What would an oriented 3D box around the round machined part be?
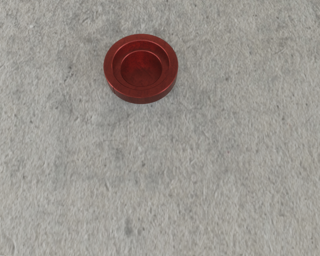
[{"bbox_3d":[-0.025,-0.077,0.427,0.099,0.042,0.098,0,70,-1],"label":"round machined part"}]
